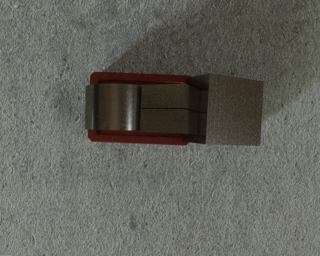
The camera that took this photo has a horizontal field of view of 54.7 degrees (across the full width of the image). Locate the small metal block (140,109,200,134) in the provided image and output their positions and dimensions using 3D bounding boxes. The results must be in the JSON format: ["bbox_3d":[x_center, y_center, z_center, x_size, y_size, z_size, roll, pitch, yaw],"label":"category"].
[{"bbox_3d":[0.012,-0.007,0.346,0.050,0.050,0.025,2,89,26],"label":"small metal block"}]

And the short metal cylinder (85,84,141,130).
[{"bbox_3d":[-0.048,-0.023,0.370,0.081,0.080,0.050,1,90,0],"label":"short metal cylinder"}]

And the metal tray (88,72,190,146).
[{"bbox_3d":[-0.025,-0.025,0.408,0.131,0.030,0.089,2,90,0],"label":"metal tray"}]

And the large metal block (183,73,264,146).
[{"bbox_3d":[0.078,-0.020,0.385,0.081,0.050,0.080,3,90,-26],"label":"large metal block"}]

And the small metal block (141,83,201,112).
[{"bbox_3d":[0.013,-0.033,0.346,0.050,0.050,0.025,2,89,26],"label":"small metal block"}]
